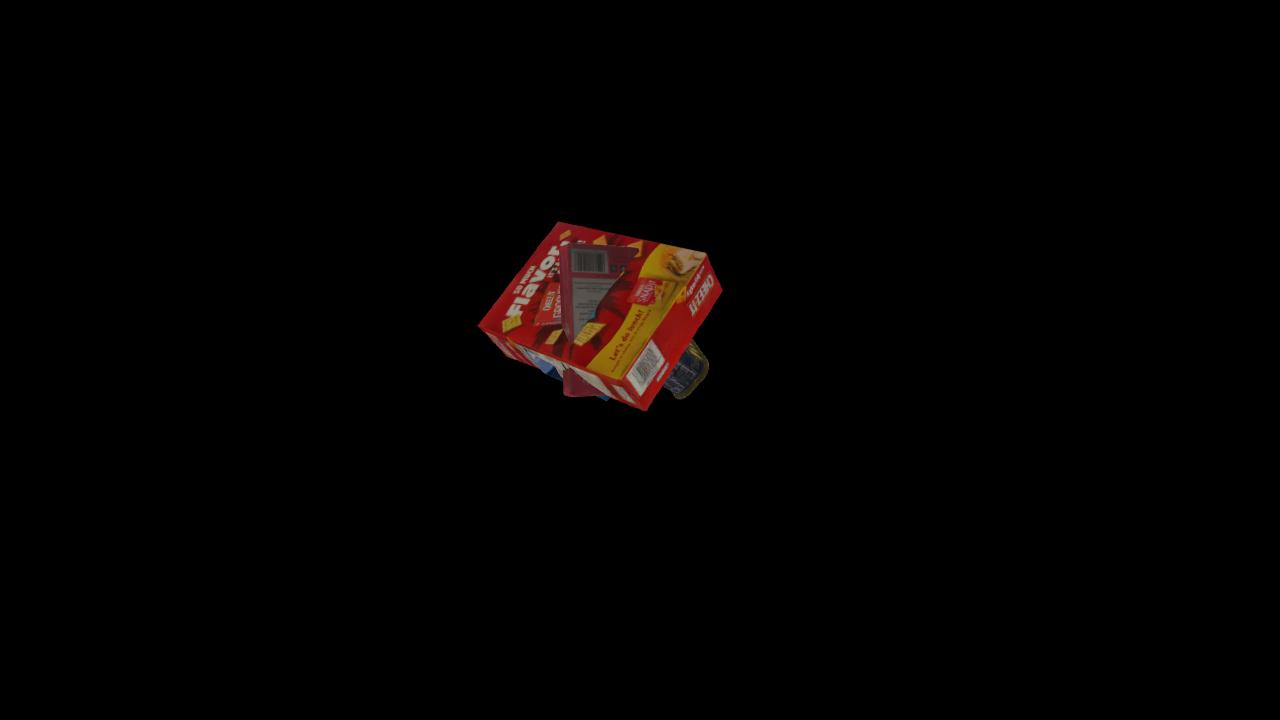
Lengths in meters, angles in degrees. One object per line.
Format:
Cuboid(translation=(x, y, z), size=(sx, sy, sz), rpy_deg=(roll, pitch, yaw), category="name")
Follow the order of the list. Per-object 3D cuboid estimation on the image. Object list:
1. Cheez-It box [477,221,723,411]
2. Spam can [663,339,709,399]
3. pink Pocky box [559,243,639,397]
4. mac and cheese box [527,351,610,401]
Cuboid(translation=(-0.047, -0.056, 0.670), size=(0.223, 0.166, 0.071), rpy_deg=(19, -24, 35), category="Cheez-It box")
Cuboid(translation=(0.020, -0.014, 0.703), size=(0.085, 0.058, 0.101), rpy_deg=(32, 16, -31), category="Spam can")
Cuboid(translation=(-0.040, -0.040, 0.638), size=(0.084, 0.155, 0.029), rpy_deg=(-2, 0, -29), category="pink Pocky box")
Cuboid(translation=(-0.050, -0.008, 0.724), size=(0.041, 0.093, 0.184), rpy_deg=(45, 3, 21), category="mac and cheese box")
